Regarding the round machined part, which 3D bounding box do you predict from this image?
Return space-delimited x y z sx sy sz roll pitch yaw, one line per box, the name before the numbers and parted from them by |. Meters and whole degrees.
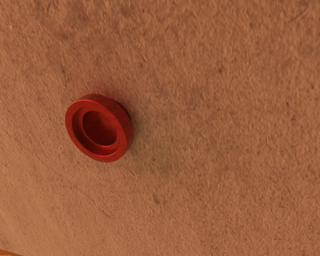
round machined part | -0.080 -0.004 0.434 0.098 0.042 0.097 13 124 20
